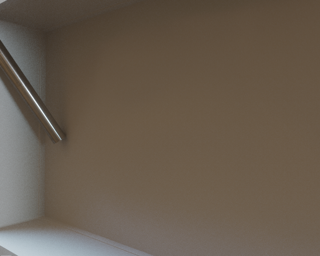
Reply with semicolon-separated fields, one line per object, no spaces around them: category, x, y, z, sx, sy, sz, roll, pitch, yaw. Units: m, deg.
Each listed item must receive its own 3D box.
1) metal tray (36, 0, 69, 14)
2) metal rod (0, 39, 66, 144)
metal tray;-0.164;-0.269;0.526;0.130;0.030;0.090;-25;74;28
metal rod;-0.253;-0.104;0.519;0.025;0.025;0.299;-20;107;38
